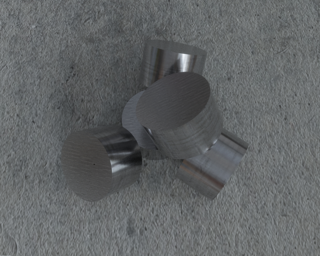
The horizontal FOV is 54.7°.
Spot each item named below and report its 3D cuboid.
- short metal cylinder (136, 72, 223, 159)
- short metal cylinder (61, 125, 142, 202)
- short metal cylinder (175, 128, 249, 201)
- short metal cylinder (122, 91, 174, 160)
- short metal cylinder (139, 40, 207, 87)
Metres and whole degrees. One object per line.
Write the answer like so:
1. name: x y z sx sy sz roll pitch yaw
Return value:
1. short metal cylinder: 0.021 -0.014 0.330 0.080 0.050 0.080 -15 46 17
2. short metal cylinder: -0.068 0.039 0.360 0.080 0.050 0.079 7 102 34
3. short metal cylinder: 0.061 0.038 0.366 0.050 0.080 0.080 33 73 11
4. short metal cylinder: -0.006 -0.003 0.397 0.081 0.050 0.080 0 70 -1
5. short metal cylinder: 0.016 -0.081 0.403 0.080 0.080 0.050 13 114 4
